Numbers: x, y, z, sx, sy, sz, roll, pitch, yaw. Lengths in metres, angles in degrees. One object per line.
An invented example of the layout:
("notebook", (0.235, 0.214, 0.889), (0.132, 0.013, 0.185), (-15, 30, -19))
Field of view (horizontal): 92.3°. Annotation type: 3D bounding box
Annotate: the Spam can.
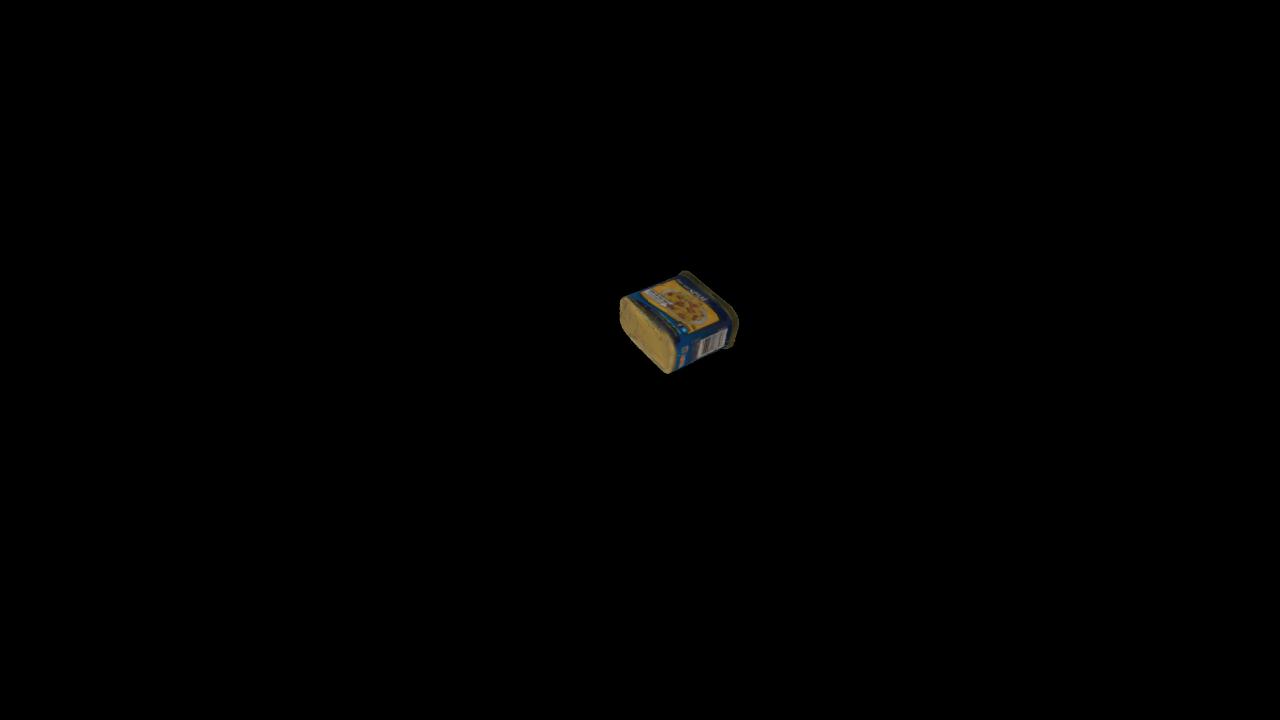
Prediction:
("Spam can", (0.039, -0.041, 0.657), (0.085, 0.058, 0.101), (-24, 51, -28))
